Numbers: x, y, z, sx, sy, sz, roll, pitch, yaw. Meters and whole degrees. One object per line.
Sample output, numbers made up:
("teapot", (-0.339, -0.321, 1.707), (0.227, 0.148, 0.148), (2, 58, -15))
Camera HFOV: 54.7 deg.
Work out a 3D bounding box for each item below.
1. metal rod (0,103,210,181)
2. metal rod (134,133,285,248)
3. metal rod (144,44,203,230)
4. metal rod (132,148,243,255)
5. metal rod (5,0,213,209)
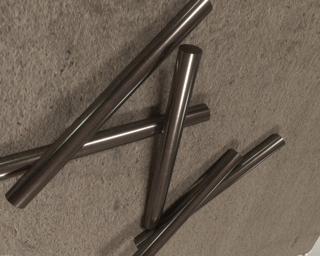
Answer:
("metal rod", (-0.074, 0.016, 0.377), (0.302, 0.025, 0.025), (-16, 125, -20))
("metal rod", (0.086, 0.107, 0.522), (0.301, 0.025, 0.025), (-36, 129, -5))
("metal rod", (0.009, 0.036, 0.408), (0.025, 0.025, 0.298), (-9, 131, -24))
("metal rod", (0.022, 0.149, 0.489), (0.300, 0.025, 0.025), (-46, 130, -6))
("metal rod", (-0.052, -0.032, 0.339), (0.300, 0.025, 0.025), (-47, 130, -3))
